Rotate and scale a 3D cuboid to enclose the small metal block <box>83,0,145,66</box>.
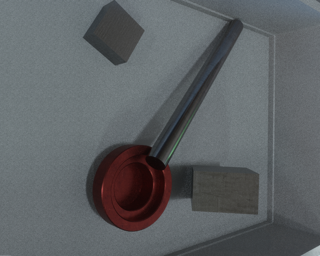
[{"bbox_3d":[-0.053,-0.110,0.363,0.050,0.025,0.050,39,66,-34],"label":"small metal block"}]

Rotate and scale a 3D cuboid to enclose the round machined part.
[{"bbox_3d":[-0.036,0.068,0.367,0.099,0.042,0.097,0,90,-40],"label":"round machined part"}]

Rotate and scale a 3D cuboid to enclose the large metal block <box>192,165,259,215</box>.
[{"bbox_3d":[0.084,0.081,0.422,0.080,0.080,0.050,2,88,4],"label":"large metal block"}]

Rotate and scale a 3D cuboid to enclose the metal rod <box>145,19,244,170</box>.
[{"bbox_3d":[0.061,-0.065,0.430,0.025,0.025,0.301,53,50,-27],"label":"metal rod"}]
